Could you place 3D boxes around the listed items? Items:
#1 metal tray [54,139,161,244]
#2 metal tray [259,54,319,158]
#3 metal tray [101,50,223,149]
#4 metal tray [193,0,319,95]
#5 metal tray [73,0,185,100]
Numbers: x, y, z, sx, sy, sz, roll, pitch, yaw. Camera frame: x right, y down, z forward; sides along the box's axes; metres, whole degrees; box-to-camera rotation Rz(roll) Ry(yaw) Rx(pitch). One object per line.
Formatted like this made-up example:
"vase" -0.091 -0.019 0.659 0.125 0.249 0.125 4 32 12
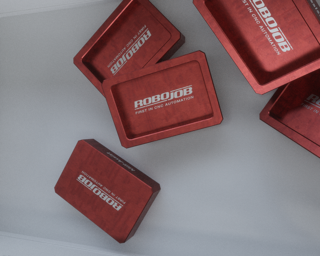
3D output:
"metal tray" -0.076 0.085 0.435 0.130 0.030 0.090 32 100 17
"metal tray" 0.172 -0.015 0.306 0.090 0.030 0.130 -57 34 11
"metal tray" 0.004 -0.034 0.386 0.130 0.030 0.090 -15 99 11
"metal tray" 0.106 -0.107 0.314 0.090 0.030 0.130 -27 107 44
"metal tray" -0.043 -0.105 0.417 0.130 0.030 0.090 -44 83 14
